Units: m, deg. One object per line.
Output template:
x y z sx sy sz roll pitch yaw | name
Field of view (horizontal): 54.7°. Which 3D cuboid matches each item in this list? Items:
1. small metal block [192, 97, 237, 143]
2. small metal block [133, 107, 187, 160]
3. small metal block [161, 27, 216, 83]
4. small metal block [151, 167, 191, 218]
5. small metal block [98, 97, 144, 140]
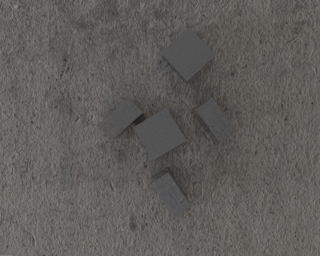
0.068 -0.010 0.398 0.025 0.050 0.050 -37 90 0 | small metal block
0.000 0.008 0.410 0.050 0.025 0.050 -31 90 0 | small metal block
0.036 -0.095 0.410 0.050 0.025 0.050 -43 90 0 | small metal block
0.013 0.081 0.398 0.025 0.050 0.050 -34 90 0 | small metal block
-0.048 -0.011 0.397 0.050 0.050 0.025 -41 90 0 | small metal block
